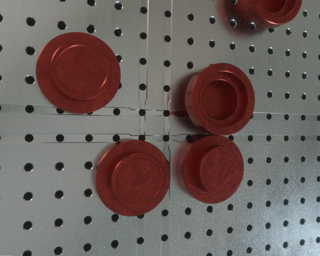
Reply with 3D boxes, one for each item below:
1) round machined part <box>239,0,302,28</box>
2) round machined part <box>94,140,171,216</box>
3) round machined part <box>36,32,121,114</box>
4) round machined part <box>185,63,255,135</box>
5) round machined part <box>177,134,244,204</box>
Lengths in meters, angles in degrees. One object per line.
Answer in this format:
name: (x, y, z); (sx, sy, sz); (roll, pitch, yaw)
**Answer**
round machined part: (0.160, -0.198, 0.464); (0.099, 0.042, 0.097); (0, 90, -21)
round machined part: (-0.032, 0.064, 0.393); (0.099, 0.042, 0.097); (0, 90, -21)
round machined part: (-0.095, -0.066, 0.369); (0.099, 0.042, 0.097); (0, 90, -21)
round machined part: (0.079, -0.039, 0.434); (0.099, 0.042, 0.097); (0, 90, -21)
round machined part: (0.077, 0.058, 0.434); (0.099, 0.042, 0.097); (0, 90, -21)
